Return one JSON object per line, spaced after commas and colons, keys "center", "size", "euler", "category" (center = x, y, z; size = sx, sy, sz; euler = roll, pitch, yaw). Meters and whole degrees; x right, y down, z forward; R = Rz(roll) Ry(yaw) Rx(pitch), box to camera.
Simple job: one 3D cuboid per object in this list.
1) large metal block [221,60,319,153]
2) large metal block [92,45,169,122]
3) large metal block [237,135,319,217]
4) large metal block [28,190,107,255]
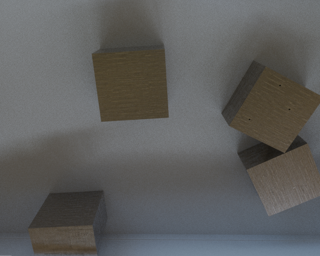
{"center": [0.137, -0.028, 0.389], "size": [0.080, 0.050, 0.080], "euler": [25, 108, -9], "category": "large metal block"}
{"center": [-0.032, -0.056, 0.377], "size": [0.080, 0.050, 0.079], "euler": [-4, 110, 1], "category": "large metal block"}
{"center": [0.164, 0.060, 0.421], "size": [0.080, 0.050, 0.080], "euler": [-26, 108, 9], "category": "large metal block"}
{"center": [-0.122, 0.132, 0.429], "size": [0.080, 0.080, 0.050], "euler": [-3, 110, 1], "category": "large metal block"}
